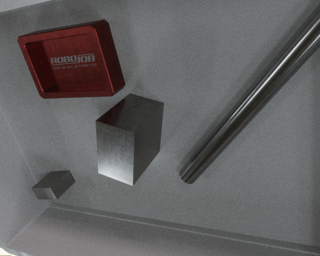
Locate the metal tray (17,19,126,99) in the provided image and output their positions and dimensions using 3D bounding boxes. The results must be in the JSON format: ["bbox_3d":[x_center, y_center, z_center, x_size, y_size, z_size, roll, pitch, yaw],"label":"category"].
[{"bbox_3d":[-0.118,-0.087,0.411,0.130,0.030,0.089,1,119,27],"label":"metal tray"}]

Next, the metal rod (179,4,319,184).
[{"bbox_3d":[0.102,-0.030,0.335,0.025,0.025,0.298,36,129,3],"label":"metal rod"}]

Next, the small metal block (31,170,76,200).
[{"bbox_3d":[-0.189,0.101,0.552,0.050,0.050,0.025,-8,115,31],"label":"small metal block"}]

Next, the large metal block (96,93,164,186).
[{"bbox_3d":[-0.037,0.013,0.399,0.050,0.080,0.079,17,125,18],"label":"large metal block"}]
